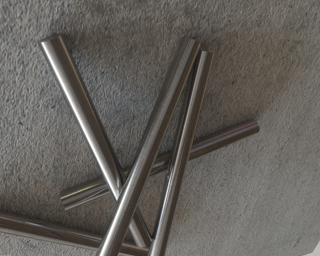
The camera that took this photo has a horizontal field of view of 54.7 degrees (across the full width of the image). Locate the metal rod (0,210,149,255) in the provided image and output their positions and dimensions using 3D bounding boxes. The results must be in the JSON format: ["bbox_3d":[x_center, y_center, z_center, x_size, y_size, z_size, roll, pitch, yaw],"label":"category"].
[{"bbox_3d":[-0.114,0.157,0.441,0.301,0.025,0.025,31,101,-38],"label":"metal rod"}]

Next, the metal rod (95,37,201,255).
[{"bbox_3d":[-0.018,0.037,0.371,0.025,0.025,0.299,20,93,-36],"label":"metal rod"}]

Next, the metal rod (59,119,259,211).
[{"bbox_3d":[0.011,0.046,0.441,0.302,0.025,0.025,-20,126,-17],"label":"metal rod"}]

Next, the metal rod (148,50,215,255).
[{"bbox_3d":[0.025,0.047,0.417,0.025,0.025,0.298,3,107,-30],"label":"metal rod"}]

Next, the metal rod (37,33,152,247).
[{"bbox_3d":[-0.064,0.037,0.370,0.025,0.025,0.298,-26,120,-13],"label":"metal rod"}]
